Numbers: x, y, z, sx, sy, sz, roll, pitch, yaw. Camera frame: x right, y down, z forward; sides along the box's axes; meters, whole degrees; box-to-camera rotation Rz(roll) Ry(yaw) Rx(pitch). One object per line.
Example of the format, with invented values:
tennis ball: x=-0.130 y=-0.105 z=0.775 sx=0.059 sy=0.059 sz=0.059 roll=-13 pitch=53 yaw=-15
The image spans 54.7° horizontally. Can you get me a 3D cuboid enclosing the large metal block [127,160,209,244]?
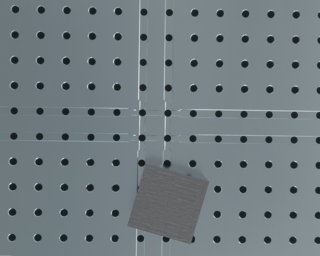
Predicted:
large metal block: x=0.010 y=0.092 z=0.401 sx=0.080 sy=0.050 sz=0.080 roll=16 pitch=90 yaw=-1
